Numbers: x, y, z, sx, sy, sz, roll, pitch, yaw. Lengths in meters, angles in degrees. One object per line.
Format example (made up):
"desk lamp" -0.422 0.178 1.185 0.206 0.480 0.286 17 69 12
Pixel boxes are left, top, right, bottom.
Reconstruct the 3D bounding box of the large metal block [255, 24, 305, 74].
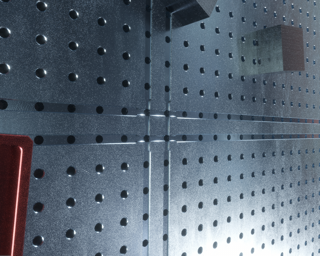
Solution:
"large metal block" 0.227 -0.144 0.582 0.081 0.050 0.079 -9 96 -40

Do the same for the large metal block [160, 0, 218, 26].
"large metal block" 0.040 -0.204 0.426 0.080 0.050 0.080 38 67 -34

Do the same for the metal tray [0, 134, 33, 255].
"metal tray" -0.166 0.068 0.266 0.091 0.030 0.129 7 86 -40
